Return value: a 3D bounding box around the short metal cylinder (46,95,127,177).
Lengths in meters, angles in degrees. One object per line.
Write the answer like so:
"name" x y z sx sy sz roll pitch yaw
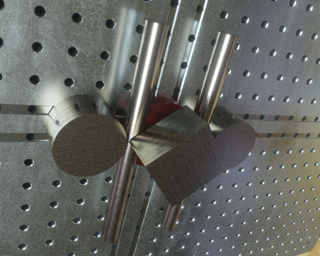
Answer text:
"short metal cylinder" -0.085 0.008 0.354 0.081 0.050 0.079 -14 124 -21

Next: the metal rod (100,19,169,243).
"metal rod" -0.037 0.023 0.377 0.025 0.025 0.298 0 118 -29

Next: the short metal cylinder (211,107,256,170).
"short metal cylinder" 0.091 0.016 0.453 0.081 0.050 0.079 -14 124 -21

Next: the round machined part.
"round machined part" 0.000 0.012 0.408 0.099 0.042 0.097 -14 124 -21

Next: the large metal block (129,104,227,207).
"large metal block" 0.023 0.033 0.366 0.080 0.050 0.080 -33 129 -7

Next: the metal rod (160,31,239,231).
"metal rod" 0.046 0.021 0.422 0.025 0.025 0.298 0 119 -29
